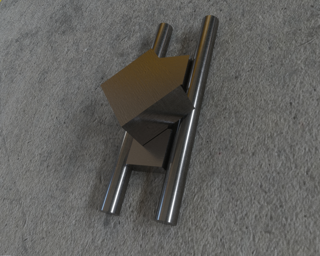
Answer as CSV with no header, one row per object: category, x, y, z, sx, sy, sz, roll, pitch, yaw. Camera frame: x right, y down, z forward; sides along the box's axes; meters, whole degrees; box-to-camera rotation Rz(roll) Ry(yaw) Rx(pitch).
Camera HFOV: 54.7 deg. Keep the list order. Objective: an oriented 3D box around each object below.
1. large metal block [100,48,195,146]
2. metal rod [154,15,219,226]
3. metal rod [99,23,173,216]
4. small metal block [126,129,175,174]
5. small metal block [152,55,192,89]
large metal block,-0.016,-0.039,0.386,0.080,0.050,0.080,-35,52,4
metal rod,0.041,-0.028,0.401,0.025,0.025,0.300,1,62,28
metal rod,-0.026,-0.029,0.436,0.025,0.025,0.300,1,62,28
small metal block,-0.009,0.029,0.390,0.050,0.025,0.050,1,62,28
small metal block,0.018,-0.074,0.438,0.050,0.025,0.050,1,62,28
